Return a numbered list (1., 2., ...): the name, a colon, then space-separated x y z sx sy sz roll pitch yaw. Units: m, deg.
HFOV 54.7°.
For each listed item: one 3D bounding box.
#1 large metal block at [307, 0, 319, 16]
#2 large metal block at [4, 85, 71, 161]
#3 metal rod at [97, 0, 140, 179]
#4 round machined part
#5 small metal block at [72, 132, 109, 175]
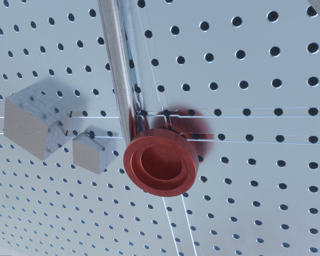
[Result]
1. large metal block: 0.147 -0.134 0.235 0.080 0.050 0.080 48 129 -6
2. large metal block: -0.197 -0.007 0.495 0.080 0.050 0.079 32 129 7
3. metal rod: -0.048 -0.055 0.402 0.025 0.025 0.298 8 122 24
4. round machined part: 0.004 0.042 0.418 0.098 0.042 0.097 8 122 13
5. small metal block: -0.111 0.040 0.495 0.050 0.025 0.050 20 126 16
